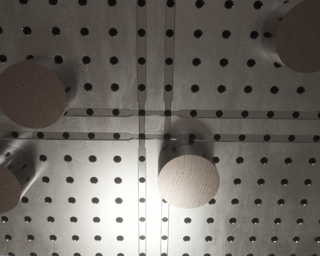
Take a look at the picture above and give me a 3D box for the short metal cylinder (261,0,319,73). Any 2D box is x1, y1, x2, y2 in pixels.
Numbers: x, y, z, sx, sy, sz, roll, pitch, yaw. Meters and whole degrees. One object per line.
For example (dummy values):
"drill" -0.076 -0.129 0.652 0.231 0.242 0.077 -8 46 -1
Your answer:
"short metal cylinder" 0.167 -0.108 0.363 0.081 0.050 0.079 0 110 -1

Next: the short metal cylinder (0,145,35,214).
"short metal cylinder" -0.220 0.069 0.423 0.081 0.050 0.079 0 110 -1

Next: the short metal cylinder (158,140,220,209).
"short metal cylinder" 0.037 0.062 0.424 0.081 0.050 0.079 0 110 -1

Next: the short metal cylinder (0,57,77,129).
"short metal cylinder" -0.149 -0.045 0.381 0.081 0.050 0.079 0 110 -1
